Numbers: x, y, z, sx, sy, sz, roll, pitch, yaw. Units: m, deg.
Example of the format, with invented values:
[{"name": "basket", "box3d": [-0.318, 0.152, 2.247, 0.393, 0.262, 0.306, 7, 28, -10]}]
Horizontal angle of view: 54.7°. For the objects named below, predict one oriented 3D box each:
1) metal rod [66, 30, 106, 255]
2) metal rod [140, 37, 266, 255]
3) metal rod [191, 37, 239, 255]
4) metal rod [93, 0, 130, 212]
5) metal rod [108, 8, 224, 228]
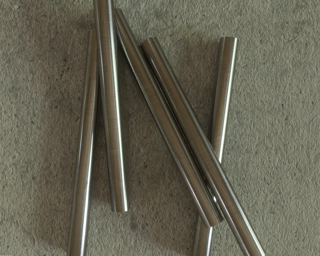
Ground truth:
[{"name": "metal rod", "box3d": [-0.096, 0.023, 0.409, 0.025, 0.025, 0.298, 6, 90, 0]}, {"name": "metal rod", "box3d": [0.050, 0.020, 0.389, 0.025, 0.025, 0.299, -26, 82, 0]}, {"name": "metal rod", "box3d": [0.072, 0.031, 0.410, 0.025, 0.025, 0.298, 8, 90, 0]}, {"name": "metal rod", "box3d": [-0.062, -0.041, 0.395, 0.025, 0.025, 0.298, -4, 96, 0]}, {"name": "metal rod", "box3d": [0.003, -0.017, 0.396, 0.025, 0.025, 0.299, -26, 85, 0]}]
